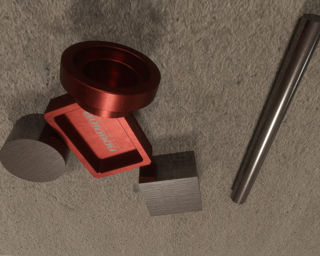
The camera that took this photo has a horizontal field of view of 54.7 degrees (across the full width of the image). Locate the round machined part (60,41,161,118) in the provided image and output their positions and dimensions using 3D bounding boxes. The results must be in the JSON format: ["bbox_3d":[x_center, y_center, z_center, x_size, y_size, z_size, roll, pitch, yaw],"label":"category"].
[{"bbox_3d":[-0.052,-0.047,0.319,0.099,0.098,0.042,12,129,-10],"label":"round machined part"}]

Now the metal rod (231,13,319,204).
[{"bbox_3d":[0.143,0.001,0.410,0.025,0.025,0.298,4,130,-4],"label":"metal rod"}]

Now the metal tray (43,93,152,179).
[{"bbox_3d":[-0.076,0.007,0.408,0.090,0.030,0.130,-17,128,14],"label":"metal tray"}]

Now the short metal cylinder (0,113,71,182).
[{"bbox_3d":[-0.161,0.027,0.412,0.081,0.050,0.079,0,130,0],"label":"short metal cylinder"}]

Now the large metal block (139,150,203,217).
[{"bbox_3d":[0.018,0.084,0.463,0.080,0.050,0.080,-8,130,6],"label":"large metal block"}]
